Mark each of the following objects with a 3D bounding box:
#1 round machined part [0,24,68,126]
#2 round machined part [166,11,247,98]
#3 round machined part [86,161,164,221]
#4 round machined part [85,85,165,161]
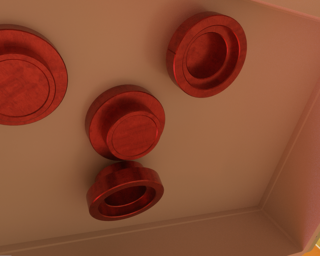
[{"bbox_3d":[-0.138,-0.045,0.295,0.099,0.042,0.097,-14,124,-21],"label":"round machined part"},{"bbox_3d":[0.051,-0.089,0.370,0.099,0.042,0.097,-14,124,-21],"label":"round machined part"},{"bbox_3d":[-0.048,0.079,0.408,0.099,0.042,0.097,-15,143,-12],"label":"round machined part"},{"bbox_3d":[-0.037,0.000,0.377,0.099,0.042,0.097,-14,124,-21],"label":"round machined part"}]
